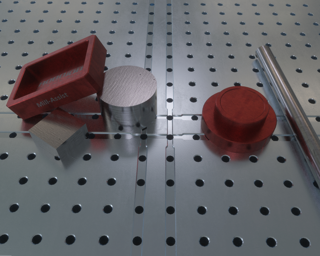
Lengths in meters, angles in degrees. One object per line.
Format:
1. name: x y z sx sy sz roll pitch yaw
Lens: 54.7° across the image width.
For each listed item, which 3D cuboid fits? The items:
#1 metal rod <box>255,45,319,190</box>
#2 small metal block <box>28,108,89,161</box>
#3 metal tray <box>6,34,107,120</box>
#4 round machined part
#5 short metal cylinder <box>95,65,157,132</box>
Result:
1. metal rod: 0.185 -0.013 0.419 0.025 0.025 0.300 -4 50 -4
2. small metal block: -0.130 0.006 0.401 0.050 0.025 0.050 29 55 21
3. metal tray: -0.140 -0.070 0.428 0.130 0.030 0.090 -17 47 17
4. round machined part: 0.106 -0.018 0.413 0.099 0.042 0.098 0 50 0
5. short metal cylinder: -0.044 -0.041 0.425 0.081 0.050 0.080 0 50 0
